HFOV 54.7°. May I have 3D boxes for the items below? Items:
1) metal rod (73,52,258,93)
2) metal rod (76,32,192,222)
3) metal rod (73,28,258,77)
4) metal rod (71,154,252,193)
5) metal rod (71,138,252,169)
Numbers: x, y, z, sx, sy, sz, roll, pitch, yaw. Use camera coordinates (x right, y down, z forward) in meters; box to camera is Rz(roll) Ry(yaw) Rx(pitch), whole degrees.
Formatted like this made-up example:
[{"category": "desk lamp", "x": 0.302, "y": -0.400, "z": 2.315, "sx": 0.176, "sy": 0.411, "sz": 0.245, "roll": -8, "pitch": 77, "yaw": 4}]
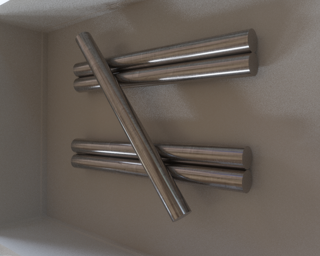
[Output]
[{"category": "metal rod", "x": -0.018, "y": -0.069, "z": 0.419, "sx": 0.300, "sy": 0.025, "sz": 0.025, "roll": 1, "pitch": 91, "yaw": 40}, {"category": "metal rod", "x": -0.045, "y": -0.018, "z": 0.410, "sx": 0.025, "sy": 0.025, "sz": 0.299, "roll": -45, "pitch": 63, "yaw": 31}, {"category": "metal rod", "x": -0.018, "y": -0.094, "z": 0.420, "sx": 0.300, "sy": 0.025, "sz": 0.025, "roll": 1, "pitch": 91, "yaw": 40}, {"category": "metal rod", "x": -0.023, "y": 0.056, "z": 0.424, "sx": 0.300, "sy": 0.025, "sz": 0.025, "roll": 0, "pitch": 90, "yaw": 40}, {"category": "metal rod", "x": -0.023, "y": 0.030, "z": 0.423, "sx": 0.300, "sy": 0.025, "sz": 0.025, "roll": 0, "pitch": 90, "yaw": 40}]
